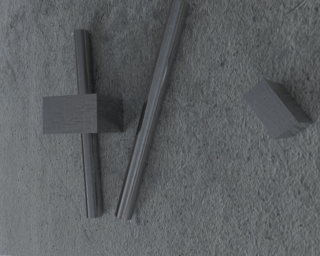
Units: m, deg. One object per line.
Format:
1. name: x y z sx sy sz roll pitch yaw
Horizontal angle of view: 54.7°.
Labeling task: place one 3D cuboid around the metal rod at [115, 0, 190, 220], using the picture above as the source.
1. metal rod: -0.014 -0.014 0.414 0.025 0.025 0.298 25 105 37

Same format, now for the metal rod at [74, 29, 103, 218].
1. metal rod: -0.116 -0.009 0.497 0.025 0.025 0.298 -9 85 39

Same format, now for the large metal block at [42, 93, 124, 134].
1. large metal block: -0.105 -0.017 0.438 0.080 0.080 0.050 -2 89 17

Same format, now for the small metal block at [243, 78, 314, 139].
1. small metal block: 0.113 -0.018 0.295 0.025 0.050 0.050 -44 64 31
